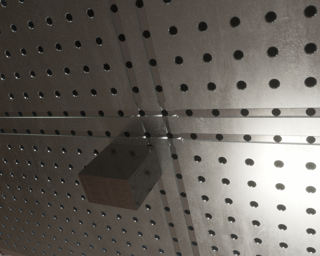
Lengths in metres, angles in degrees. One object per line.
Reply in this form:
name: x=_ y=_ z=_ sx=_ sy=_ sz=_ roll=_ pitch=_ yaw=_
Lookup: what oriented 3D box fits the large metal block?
large metal block: x=-0.054 y=0.066 z=0.443 sx=0.080 sy=0.080 sz=0.050 roll=2 pitch=119 yaw=27
